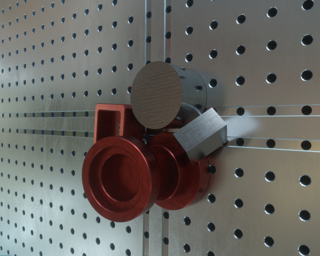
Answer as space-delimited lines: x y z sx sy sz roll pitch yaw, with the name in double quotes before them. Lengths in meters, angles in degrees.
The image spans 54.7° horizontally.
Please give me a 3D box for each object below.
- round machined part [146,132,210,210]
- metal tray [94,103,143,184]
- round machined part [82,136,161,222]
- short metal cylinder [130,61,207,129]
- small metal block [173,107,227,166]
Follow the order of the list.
"round machined part" 0.009 0.054 0.388 0.098 0.042 0.097 0 90 39
"metal tray" -0.063 0.031 0.441 0.090 0.030 0.129 8 95 54
"round machined part" -0.042 0.058 0.368 0.098 0.042 0.097 1 92 29
"short metal cylinder" 0.010 -0.039 0.383 0.080 0.050 0.079 0 90 39
"small metal block" 0.046 0.011 0.341 0.050 0.050 0.025 -34 64 -4
